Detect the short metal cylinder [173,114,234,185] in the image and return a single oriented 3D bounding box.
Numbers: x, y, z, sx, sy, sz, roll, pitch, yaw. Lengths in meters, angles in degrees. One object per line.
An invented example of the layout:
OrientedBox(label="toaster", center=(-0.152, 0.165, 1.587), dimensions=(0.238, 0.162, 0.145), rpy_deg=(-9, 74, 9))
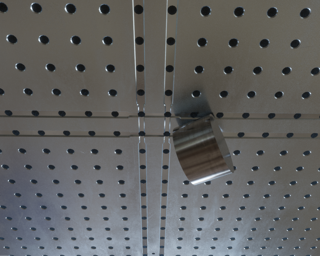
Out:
OrientedBox(label="short metal cylinder", center=(0.057, 0.028, 0.400), dimensions=(0.050, 0.080, 0.080), rpy_deg=(-22, 127, 17))
